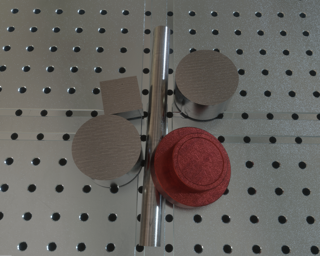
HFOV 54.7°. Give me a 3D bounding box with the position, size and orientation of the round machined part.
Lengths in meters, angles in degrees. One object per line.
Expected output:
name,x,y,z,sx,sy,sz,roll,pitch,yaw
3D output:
round machined part,0.041,0.044,0.370,0.099,0.042,0.098,6,69,-15

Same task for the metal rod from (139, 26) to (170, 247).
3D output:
metal rod,-0.004,-0.004,0.409,0.025,0.025,0.299,3,70,1

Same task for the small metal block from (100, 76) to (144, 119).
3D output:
small metal block,-0.052,-0.040,0.421,0.050,0.025,0.050,-10,70,-4

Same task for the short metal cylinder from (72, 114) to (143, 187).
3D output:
short metal cylinder,-0.062,0.029,0.383,0.081,0.050,0.080,0,70,0

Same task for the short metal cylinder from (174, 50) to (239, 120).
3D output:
short metal cylinder,0.059,-0.057,0.415,0.081,0.050,0.080,0,70,0
